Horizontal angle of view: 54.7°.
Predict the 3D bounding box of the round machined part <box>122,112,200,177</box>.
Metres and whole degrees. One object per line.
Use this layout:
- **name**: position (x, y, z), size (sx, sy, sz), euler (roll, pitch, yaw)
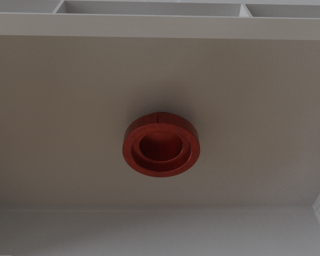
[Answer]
- **round machined part**: position (0.002, 0.017, 0.408), size (0.099, 0.042, 0.097), euler (-1, 130, 0)
